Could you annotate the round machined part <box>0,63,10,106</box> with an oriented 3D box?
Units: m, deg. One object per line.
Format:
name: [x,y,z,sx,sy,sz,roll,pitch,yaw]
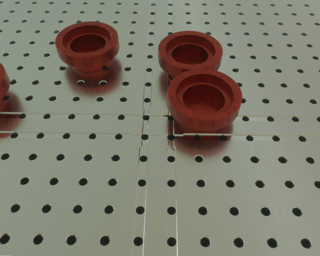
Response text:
round machined part: [-0.264,-0.053,0.441,0.099,0.042,0.098,0,50,0]

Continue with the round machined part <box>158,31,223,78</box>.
round machined part: [0.046,-0.107,0.487,0.099,0.042,0.098,0,50,0]

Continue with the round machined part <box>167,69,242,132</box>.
round machined part: [0.059,-0.034,0.425,0.099,0.042,0.098,0,51,0]

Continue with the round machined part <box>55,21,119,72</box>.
round machined part: [-0.115,-0.128,0.504,0.099,0.042,0.098,0,50,0]
